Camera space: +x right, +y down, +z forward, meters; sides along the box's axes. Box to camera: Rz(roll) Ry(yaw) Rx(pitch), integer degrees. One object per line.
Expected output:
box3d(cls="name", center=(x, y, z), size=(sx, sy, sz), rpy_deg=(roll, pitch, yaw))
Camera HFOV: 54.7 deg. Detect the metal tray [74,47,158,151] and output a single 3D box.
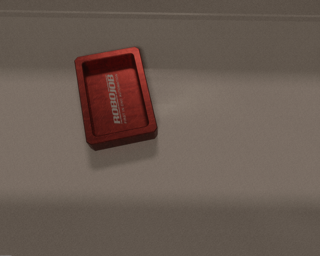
box3d(cls="metal tray", center=(-0.060, -0.042, 0.421), size=(0.091, 0.030, 0.129), rpy_deg=(-12, 71, -5))
